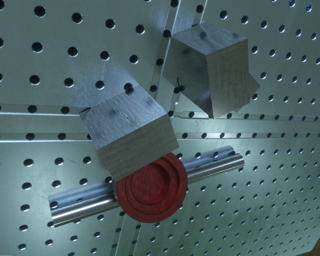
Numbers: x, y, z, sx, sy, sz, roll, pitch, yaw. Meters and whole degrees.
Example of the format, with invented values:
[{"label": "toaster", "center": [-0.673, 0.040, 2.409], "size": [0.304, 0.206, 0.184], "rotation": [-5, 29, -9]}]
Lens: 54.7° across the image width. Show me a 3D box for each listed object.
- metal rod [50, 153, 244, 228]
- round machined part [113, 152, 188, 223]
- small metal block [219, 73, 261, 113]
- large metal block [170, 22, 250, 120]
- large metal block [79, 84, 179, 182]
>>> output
[{"label": "metal rod", "center": [-0.004, 0.086, 0.462], "size": [0.302, 0.025, 0.025], "rotation": [-13, 124, -21]}, {"label": "round machined part", "center": [-0.015, 0.074, 0.421], "size": [0.099, 0.042, 0.097], "rotation": [0, 90, -22]}, {"label": "small metal block", "center": [0.104, -0.057, 0.433], "size": [0.050, 0.025, 0.050], "rotation": [35, 99, -39]}, {"label": "large metal block", "center": [0.059, -0.070, 0.364], "size": [0.050, 0.080, 0.080], "rotation": [-25, 128, -13]}, {"label": "large metal block", "center": [-0.037, 0.002, 0.357], "size": [0.080, 0.080, 0.050], "rotation": [-28, 128, -11]}]
